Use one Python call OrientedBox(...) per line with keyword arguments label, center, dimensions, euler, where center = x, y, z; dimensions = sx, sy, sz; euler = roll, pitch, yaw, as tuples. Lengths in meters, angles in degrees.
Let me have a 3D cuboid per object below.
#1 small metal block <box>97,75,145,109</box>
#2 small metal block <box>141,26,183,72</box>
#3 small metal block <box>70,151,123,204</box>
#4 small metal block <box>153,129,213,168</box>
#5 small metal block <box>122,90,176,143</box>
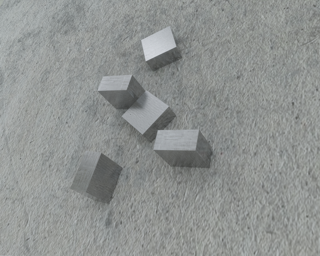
OrientedBox(label="small metal block", center=(-0.052, -0.050, 0.446), dimensions=(0.050, 0.050, 0.025), euler=(2, 63, 29))
OrientedBox(label="small metal block", center=(0.002, -0.122, 0.478), dimensions=(0.050, 0.025, 0.050), euler=(-22, 53, 14))
OrientedBox(label="small metal block", center=(-0.078, 0.063, 0.391), dimensions=(0.025, 0.050, 0.050), euler=(4, 64, 30))
OrientedBox(label="small metal block", center=(0.028, 0.025, 0.358), dimensions=(0.050, 0.050, 0.025), euler=(-1, 61, 27))
OrientedBox(label="small metal block", center=(-0.015, -0.016, 0.422), dimensions=(0.050, 0.025, 0.050), euler=(-47, 51, -5))
